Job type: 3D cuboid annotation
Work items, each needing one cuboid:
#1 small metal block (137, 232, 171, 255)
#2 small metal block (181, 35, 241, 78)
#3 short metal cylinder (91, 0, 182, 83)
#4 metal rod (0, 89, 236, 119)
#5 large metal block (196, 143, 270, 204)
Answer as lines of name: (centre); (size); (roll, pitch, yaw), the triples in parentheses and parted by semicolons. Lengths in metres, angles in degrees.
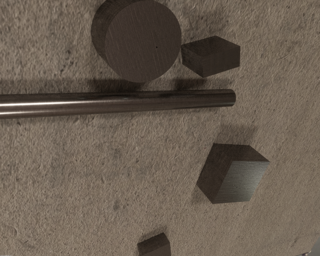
small metal block: (-0.009, 0.216, 0.538); (0.050, 0.025, 0.050); (-18, 126, -18)
small metal block: (0.060, -0.087, 0.371); (0.050, 0.050, 0.025); (-20, 126, -17)
short metal cylinder: (-0.025, -0.093, 0.320); (0.081, 0.050, 0.079); (-14, 125, -21)
metal rod: (-0.036, -0.031, 0.368); (0.303, 0.025, 0.025); (-5, 121, -27)
large metal block: (0.117, 0.073, 0.503); (0.081, 0.050, 0.079); (5, 116, -31)
